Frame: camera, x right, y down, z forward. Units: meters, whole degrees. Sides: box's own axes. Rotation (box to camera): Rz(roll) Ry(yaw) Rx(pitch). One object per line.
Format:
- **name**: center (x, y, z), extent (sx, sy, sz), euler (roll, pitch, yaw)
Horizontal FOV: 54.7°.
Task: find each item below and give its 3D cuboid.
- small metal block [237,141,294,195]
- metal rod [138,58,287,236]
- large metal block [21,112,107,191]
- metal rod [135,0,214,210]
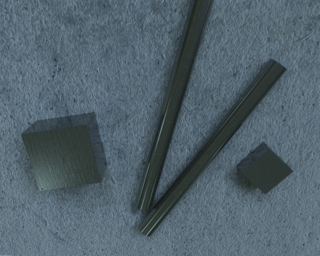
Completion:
- **small metal block**: center (0.146, 0.056, 0.433), extent (0.050, 0.025, 0.050), euler (41, 105, -14)
- **metal rod**: center (0.063, 0.037, 0.424), extent (0.025, 0.025, 0.299), euler (33, 107, -12)
- **large metal block**: center (-0.121, 0.030, 0.406), extent (0.080, 0.050, 0.079), euler (-8, 110, 2)
- **metal rod**: center (0.014, -0.023, 0.401), extent (0.025, 0.025, 0.298), euler (14, 109, -6)
